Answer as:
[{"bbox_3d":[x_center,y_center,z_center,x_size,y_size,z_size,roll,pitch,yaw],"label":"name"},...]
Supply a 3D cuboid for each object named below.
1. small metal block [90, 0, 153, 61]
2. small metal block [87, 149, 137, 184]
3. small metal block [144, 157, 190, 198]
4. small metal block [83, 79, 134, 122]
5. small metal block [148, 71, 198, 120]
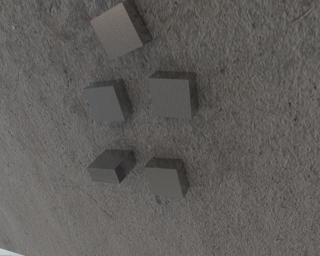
[{"bbox_3d":[-0.044,-0.113,0.360,0.050,0.025,0.050,-15,111,34],"label":"small metal block"},{"bbox_3d":[-0.071,0.056,0.463,0.050,0.050,0.025,-1,118,28],"label":"small metal block"},{"bbox_3d":[0.011,0.071,0.445,0.050,0.025,0.050,0,118,28],"label":"small metal block"},{"bbox_3d":[-0.069,-0.037,0.421,0.050,0.025,0.050,-2,118,29],"label":"small metal block"},{"bbox_3d":[0.017,-0.040,0.373,0.050,0.025,0.050,7,122,24],"label":"small metal block"}]
